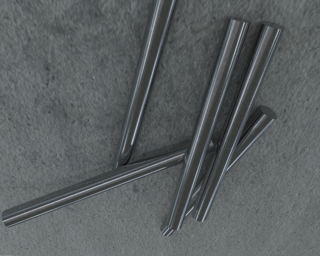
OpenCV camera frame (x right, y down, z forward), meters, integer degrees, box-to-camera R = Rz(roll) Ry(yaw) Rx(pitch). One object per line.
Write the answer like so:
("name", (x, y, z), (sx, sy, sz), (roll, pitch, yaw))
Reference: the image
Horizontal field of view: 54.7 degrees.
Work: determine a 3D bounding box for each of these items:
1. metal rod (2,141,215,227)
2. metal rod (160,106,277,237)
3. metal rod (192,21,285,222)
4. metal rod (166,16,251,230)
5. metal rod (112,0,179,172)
("metal rod", (-0.070, 0.073, 0.428), (0.301, 0.025, 0.025), (-21, 128, 1))
("metal rod", (0.075, 0.083, 0.479), (0.025, 0.025, 0.298), (19, 127, -16))
("metal rod", (0.089, 0.015, 0.401), (0.025, 0.025, 0.298), (8, 124, -7))
("metal rod", (0.051, 0.016, 0.388), (0.025, 0.025, 0.298), (9, 120, -8))
("metal rod", (-0.023, -0.042, 0.370), (0.025, 0.025, 0.298), (11, 129, -10))
